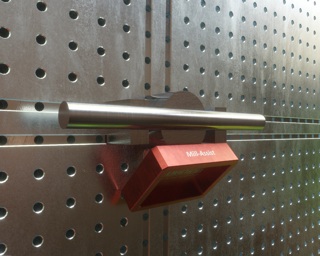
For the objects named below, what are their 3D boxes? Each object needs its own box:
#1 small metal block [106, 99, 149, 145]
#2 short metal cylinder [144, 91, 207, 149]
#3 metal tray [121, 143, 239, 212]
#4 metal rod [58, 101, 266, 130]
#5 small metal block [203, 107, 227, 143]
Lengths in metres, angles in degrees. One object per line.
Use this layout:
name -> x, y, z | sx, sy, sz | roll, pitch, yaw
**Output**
small metal block -> -0.038, -0.007, 0.361 | 0.025, 0.050, 0.050 | -1, 91, -40
short metal cylinder -> 0.015, -0.007, 0.405 | 0.081, 0.050, 0.080 | 0, 90, -40
metal tray -> 0.027, 0.061, 0.393 | 0.131, 0.089, 0.030 | 1, 47, -40
metal rod -> 0.031, -0.010, 0.370 | 0.302, 0.025, 0.025 | 1, 90, -40
small metal block -> 0.069, -0.004, 0.451 | 0.025, 0.050, 0.050 | -1, 91, -40
